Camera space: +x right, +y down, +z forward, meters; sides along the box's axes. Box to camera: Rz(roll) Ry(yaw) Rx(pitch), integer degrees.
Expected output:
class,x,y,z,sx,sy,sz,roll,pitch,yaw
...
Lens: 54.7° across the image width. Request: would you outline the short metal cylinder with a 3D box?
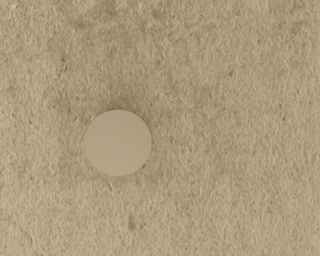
class,x,y,z,sx,sy,sz,roll,pitch,yaw
short metal cylinder,-0.050,0.018,0.397,0.081,0.050,0.079,0,90,-1
